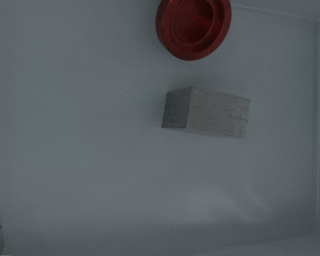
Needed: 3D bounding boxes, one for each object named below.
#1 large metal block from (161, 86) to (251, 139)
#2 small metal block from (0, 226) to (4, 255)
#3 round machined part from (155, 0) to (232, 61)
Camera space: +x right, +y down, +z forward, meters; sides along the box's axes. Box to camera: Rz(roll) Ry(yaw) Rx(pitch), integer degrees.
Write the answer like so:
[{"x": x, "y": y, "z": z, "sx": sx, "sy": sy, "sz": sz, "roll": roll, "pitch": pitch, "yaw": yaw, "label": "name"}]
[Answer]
[{"x": 0.057, "y": -0.018, "z": 0.404, "sx": 0.081, "sy": 0.080, "sz": 0.050, "roll": 10, "pitch": 87, "yaw": -20, "label": "large metal block"}, {"x": -0.196, "y": 0.127, "z": 0.325, "sx": 0.050, "sy": 0.050, "sz": 0.025, "roll": -6, "pitch": 92, "yaw": -20, "label": "small metal block"}, {"x": 0.039, "y": -0.141, "z": 0.401, "sx": 0.099, "sy": 0.042, "sz": 0.097, "roll": -14, "pitch": 128, "yaw": -18, "label": "round machined part"}]
